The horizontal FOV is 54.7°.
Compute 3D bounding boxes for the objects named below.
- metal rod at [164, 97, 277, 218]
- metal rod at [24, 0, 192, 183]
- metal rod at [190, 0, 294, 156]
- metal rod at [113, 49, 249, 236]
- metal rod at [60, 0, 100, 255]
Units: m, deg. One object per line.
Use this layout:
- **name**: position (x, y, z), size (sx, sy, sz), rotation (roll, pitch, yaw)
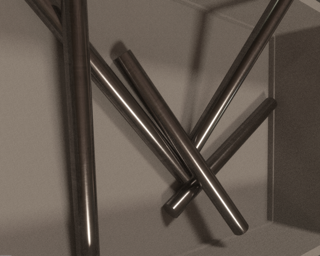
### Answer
- **metal rod**: position (0.112, 0.033, 0.503), size (0.302, 0.025, 0.025), rotation (-39, 114, -33)
- **metal rod**: position (-0.047, -0.036, 0.368), size (0.300, 0.025, 0.025), rotation (52, 60, -28)
- **metal rod**: position (0.110, -0.084, 0.414), size (0.025, 0.025, 0.299), rotation (21, 105, -39)
- **metal rod**: position (0.036, 0.030, 0.412), size (0.025, 0.025, 0.299), rotation (-45, 109, -31)
- **metal rod**: position (-0.081, 0.022, 0.322), size (0.025, 0.025, 0.298), rotation (-8, 101, -40)
